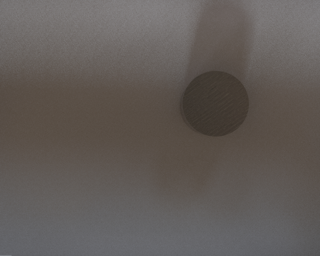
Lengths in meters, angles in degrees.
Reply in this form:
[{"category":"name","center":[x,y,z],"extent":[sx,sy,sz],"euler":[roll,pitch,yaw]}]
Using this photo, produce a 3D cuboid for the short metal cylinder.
[{"category":"short metal cylinder","center":[0.068,-0.030,0.400],"extent":[0.081,0.050,0.079],"euler":[0,90,-1]}]
